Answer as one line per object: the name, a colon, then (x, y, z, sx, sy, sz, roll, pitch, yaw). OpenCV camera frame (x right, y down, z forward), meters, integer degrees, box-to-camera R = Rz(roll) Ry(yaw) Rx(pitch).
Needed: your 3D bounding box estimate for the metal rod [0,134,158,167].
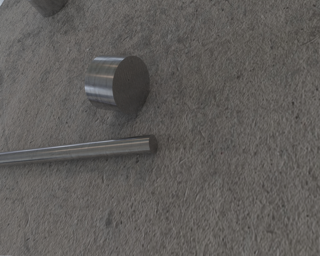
metal rod: (-0.145, 0.037, 0.456, 0.300, 0.025, 0.025, -7, 59, 24)

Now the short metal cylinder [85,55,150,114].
short metal cylinder: (-0.058, -0.062, 0.438, 0.050, 0.080, 0.080, 11, 67, 33)

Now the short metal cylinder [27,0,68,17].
short metal cylinder: (-0.258, -0.302, 0.708, 0.080, 0.050, 0.080, -13, 56, 21)
